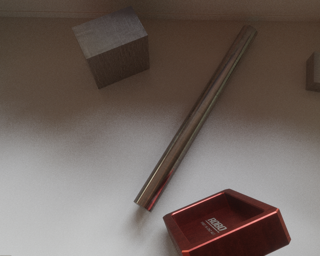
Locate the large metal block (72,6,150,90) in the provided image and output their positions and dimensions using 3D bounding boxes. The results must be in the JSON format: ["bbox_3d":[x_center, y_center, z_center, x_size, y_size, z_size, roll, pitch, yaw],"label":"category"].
[{"bbox_3d":[-0.062,-0.106,0.418,0.080,0.080,0.050,-24,72,-9],"label":"large metal block"}]

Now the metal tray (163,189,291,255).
[{"bbox_3d":[0.057,0.101,0.316,0.091,0.130,0.030,-21,90,-8],"label":"metal tray"}]

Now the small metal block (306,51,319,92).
[{"bbox_3d":[0.239,-0.077,0.441,0.050,0.025,0.050,10,70,3],"label":"small metal block"}]

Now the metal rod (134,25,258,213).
[{"bbox_3d":[0.056,-0.025,0.419,0.025,0.025,0.300,30,72,10],"label":"metal rod"}]
